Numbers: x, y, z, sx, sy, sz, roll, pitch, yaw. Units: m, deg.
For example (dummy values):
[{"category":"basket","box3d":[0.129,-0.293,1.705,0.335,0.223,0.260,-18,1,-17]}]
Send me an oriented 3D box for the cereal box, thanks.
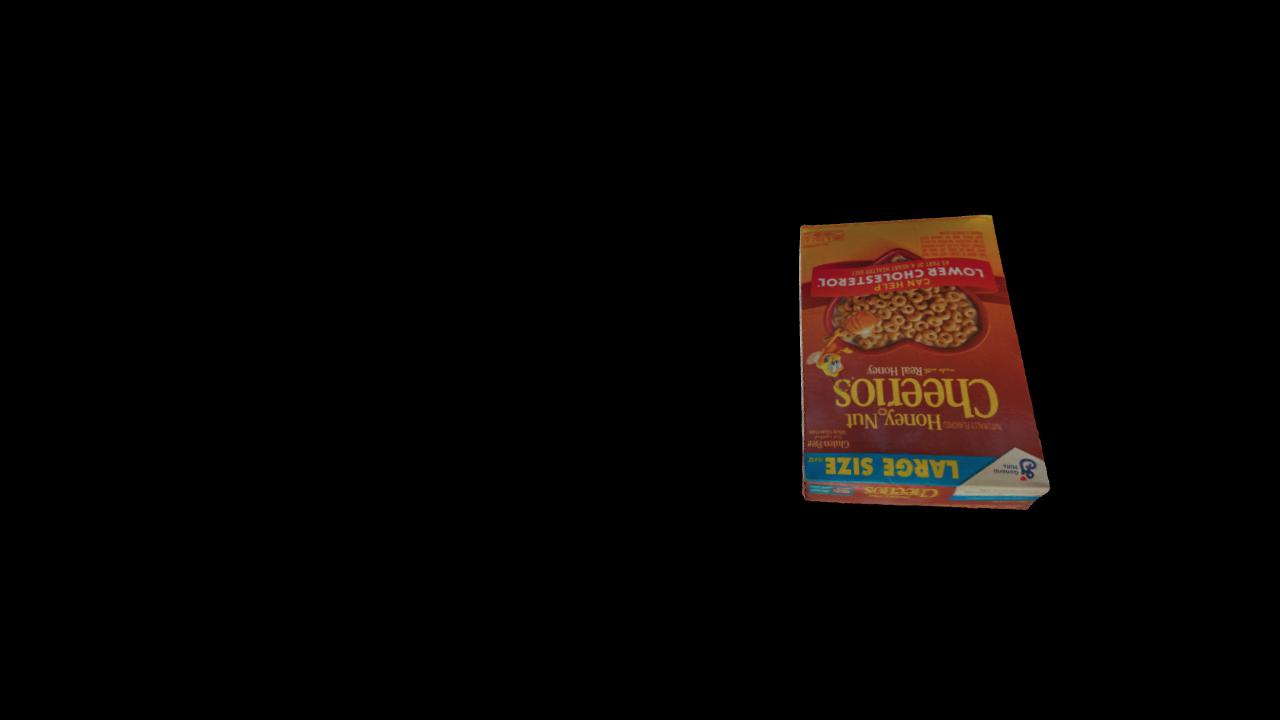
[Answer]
[{"category":"cereal box","box3d":[0.268,-0.006,0.630,0.203,0.306,0.081,0,-30,14]}]
